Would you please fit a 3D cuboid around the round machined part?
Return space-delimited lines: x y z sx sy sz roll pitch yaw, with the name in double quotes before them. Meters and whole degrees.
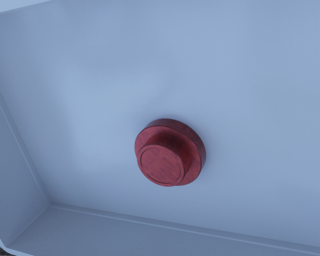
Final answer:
"round machined part" 0.008 0.040 0.417 0.098 0.042 0.097 13 124 20
